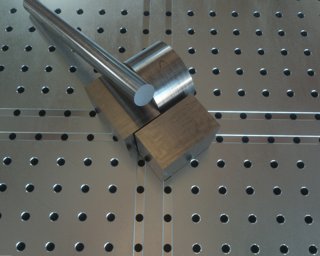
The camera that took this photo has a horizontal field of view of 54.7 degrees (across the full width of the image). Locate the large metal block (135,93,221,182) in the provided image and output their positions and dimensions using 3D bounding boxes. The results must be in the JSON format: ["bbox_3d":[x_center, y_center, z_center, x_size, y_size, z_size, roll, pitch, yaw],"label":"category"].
[{"bbox_3d":[0.020,0.015,0.375,0.080,0.080,0.050,-36,74,-12],"label":"large metal block"}]

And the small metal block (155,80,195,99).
[{"bbox_3d":[0.012,-0.050,0.431,0.050,0.025,0.050,-40,75,-14],"label":"small metal block"}]

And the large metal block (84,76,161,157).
[{"bbox_3d":[-0.044,-0.018,0.389,0.050,0.080,0.080,-36,74,-12],"label":"large metal block"}]

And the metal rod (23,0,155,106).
[{"bbox_3d":[-0.108,-0.113,0.396,0.025,0.025,0.300,-40,54,-13],"label":"metal rod"}]

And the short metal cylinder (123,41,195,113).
[{"bbox_3d":[-0.003,-0.057,0.376,0.050,0.080,0.080,-35,74,-12],"label":"short metal cylinder"}]
